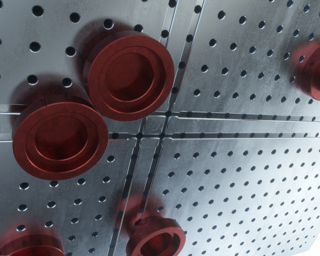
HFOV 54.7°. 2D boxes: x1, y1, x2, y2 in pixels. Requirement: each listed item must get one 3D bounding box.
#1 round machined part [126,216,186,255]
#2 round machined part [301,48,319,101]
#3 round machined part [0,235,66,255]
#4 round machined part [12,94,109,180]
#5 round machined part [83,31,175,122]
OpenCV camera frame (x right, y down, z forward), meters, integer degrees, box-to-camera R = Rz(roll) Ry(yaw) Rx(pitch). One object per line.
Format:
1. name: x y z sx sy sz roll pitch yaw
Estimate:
1. round machined part: -0.010 0.185 0.511 0.099 0.042 0.097 -14 124 -21
2. round machined part: 0.284 -0.088 0.504 0.099 0.042 0.097 -14 125 -21
3. round machined part: -0.179 0.199 0.426 0.099 0.042 0.097 -14 125 -21
4. round machined part: -0.111 0.007 0.345 0.099 0.042 0.097 -14 125 -21
5. round machined part: -0.037 -0.059 0.345 0.099 0.042 0.097 -14 125 -21
